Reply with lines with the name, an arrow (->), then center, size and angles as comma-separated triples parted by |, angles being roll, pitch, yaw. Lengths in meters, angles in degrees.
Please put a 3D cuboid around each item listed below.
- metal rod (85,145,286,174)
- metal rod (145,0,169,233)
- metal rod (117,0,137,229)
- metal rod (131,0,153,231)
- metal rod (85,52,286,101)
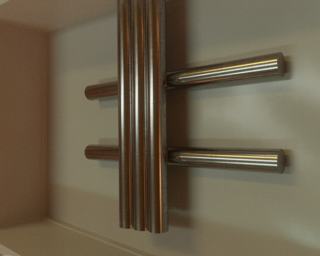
metal rod -> 0.005, 0.036, 0.402 | 0.300, 0.025, 0.025 | -1, 89, 40
metal rod -> -0.004, -0.026, 0.375 | 0.025, 0.025, 0.298 | -1, 89, 40
metal rod -> -0.042, -0.021, 0.407 | 0.025, 0.025, 0.298 | -1, 89, 40
metal rod -> -0.023, -0.024, 0.390 | 0.025, 0.025, 0.298 | -1, 89, 40
metal rod -> 0.005, -0.059, 0.402 | 0.300, 0.025, 0.025 | -2, 89, 40
